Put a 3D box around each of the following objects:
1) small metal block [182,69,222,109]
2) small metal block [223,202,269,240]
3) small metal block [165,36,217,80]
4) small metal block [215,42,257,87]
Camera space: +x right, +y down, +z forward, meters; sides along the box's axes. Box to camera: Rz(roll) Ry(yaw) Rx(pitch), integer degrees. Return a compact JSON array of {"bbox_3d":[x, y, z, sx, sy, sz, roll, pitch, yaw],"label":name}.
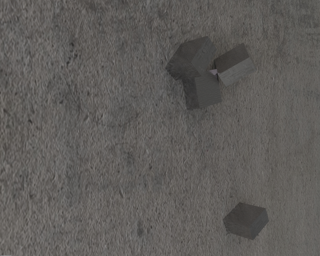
[{"bbox_3d":[0.062,-0.057,0.456,0.050,0.025,0.050,-18,101,-39],"label":"small metal block"},{"bbox_3d":[0.140,0.151,0.506,0.050,0.050,0.025,-31,110,-36],"label":"small metal block"},{"bbox_3d":[0.042,-0.094,0.423,0.025,0.050,0.050,46,63,-31],"label":"small metal block"},{"bbox_3d":[0.114,-0.097,0.470,0.025,0.050,0.050,48,27,-30],"label":"small metal block"}]
